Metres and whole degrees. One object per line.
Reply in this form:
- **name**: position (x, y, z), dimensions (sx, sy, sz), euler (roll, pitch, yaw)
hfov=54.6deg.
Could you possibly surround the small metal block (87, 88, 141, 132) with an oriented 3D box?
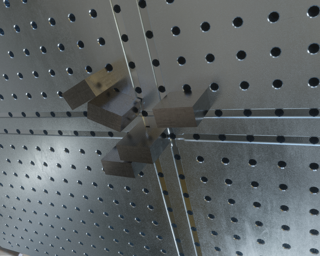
- **small metal block**: position (-0.061, -0.025, 0.412), dimensions (0.050, 0.050, 0.025), euler (22, 127, 15)

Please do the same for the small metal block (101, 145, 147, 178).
- **small metal block**: position (-0.048, 0.045, 0.449), dimensions (0.050, 0.050, 0.025), euler (3, 120, 27)

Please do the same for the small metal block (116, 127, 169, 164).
- **small metal block**: position (-0.023, 0.022, 0.421), dimensions (0.050, 0.050, 0.025), euler (3, 120, 26)

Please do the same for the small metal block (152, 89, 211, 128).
- **small metal block**: position (0.026, -0.023, 0.367), dimensions (0.050, 0.050, 0.025), euler (-1, 118, 29)

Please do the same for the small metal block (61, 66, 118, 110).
- **small metal block**: position (-0.093, -0.053, 0.412), dimensions (0.050, 0.050, 0.025), euler (-22, 106, 36)
